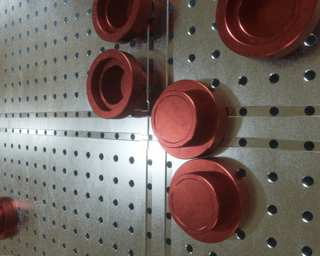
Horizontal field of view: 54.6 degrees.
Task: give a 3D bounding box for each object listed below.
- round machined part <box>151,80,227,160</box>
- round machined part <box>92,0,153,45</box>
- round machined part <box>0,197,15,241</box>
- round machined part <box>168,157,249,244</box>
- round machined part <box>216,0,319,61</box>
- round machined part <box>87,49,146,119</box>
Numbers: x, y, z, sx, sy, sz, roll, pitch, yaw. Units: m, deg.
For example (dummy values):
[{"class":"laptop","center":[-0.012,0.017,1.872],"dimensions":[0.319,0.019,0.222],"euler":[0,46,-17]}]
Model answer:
[{"class":"round machined part","center":[0.028,-0.010,0.376],"dimensions":[0.098,0.042,0.097],"euler":[0,90,40]},{"class":"round machined part","center":[-0.050,-0.168,0.440],"dimensions":[0.098,0.042,0.097],"euler":[0,90,40]},{"class":"round machined part","center":[-0.377,0.210,0.713],"dimensions":[0.098,0.042,0.097],"euler":[0,90,40]},{"class":"round machined part","center":[0.049,0.084,0.359],"dimensions":[0.098,0.042,0.097],"euler":[0,90,40]},{"class":"round machined part","center":[0.109,-0.116,0.309],"dimensions":[0.098,0.042,0.097],"euler":[0,90,40]},{"class":"round machined part","center":[-0.059,-0.061,0.448],"dimensions":[0.098,0.042,0.097],"euler":[0,90,40]}]
